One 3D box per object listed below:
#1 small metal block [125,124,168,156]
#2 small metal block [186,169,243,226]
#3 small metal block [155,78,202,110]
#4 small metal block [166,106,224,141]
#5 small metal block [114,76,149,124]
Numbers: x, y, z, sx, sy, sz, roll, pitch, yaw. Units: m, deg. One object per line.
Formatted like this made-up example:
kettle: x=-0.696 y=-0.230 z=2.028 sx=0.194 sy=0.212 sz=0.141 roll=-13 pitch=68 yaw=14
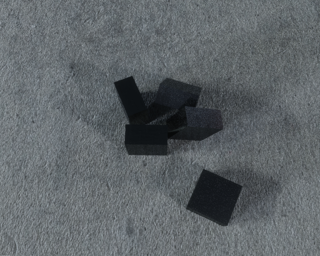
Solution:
small metal block: x=-0.016 y=0.016 z=0.389 sx=0.050 sy=0.050 sz=0.025 roll=1 pitch=70 yaw=0
small metal block: x=0.065 y=0.085 z=0.377 sx=0.050 sy=0.025 sz=0.050 roll=24 pitch=72 yaw=8
small metal block: x=0.026 y=-0.044 z=0.408 sx=0.050 sy=0.050 sz=0.025 roll=17 pitch=111 yaw=6
small metal block: x=0.042 y=-0.004 z=0.387 sx=0.050 sy=0.050 sz=0.025 roll=4 pitch=69 yaw=-26
small metal block: x=-0.037 y=-0.032 z=0.406 sx=0.025 sy=0.050 sz=0.050 roll=-22 pitch=72 yaw=-8
